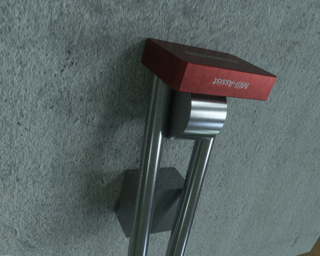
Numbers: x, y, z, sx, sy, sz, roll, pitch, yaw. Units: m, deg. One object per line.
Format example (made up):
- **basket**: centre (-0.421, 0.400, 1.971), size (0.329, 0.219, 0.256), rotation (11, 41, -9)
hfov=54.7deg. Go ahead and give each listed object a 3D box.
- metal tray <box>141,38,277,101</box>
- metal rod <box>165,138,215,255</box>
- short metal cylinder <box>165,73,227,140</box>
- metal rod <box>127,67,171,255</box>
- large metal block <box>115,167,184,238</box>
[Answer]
- **metal tray**: centre (0.055, -0.067, 0.356), size (0.131, 0.090, 0.030), rotation (2, 117, -30)
- **metal rod**: centre (0.047, 0.068, 0.418), size (0.025, 0.025, 0.298), rotation (9, 99, -33)
- **short metal cylinder**: centre (0.036, -0.025, 0.379), size (0.050, 0.080, 0.079), rotation (2, 118, -30)
- **metal rod**: centre (-0.015, 0.065, 0.383), size (0.025, 0.025, 0.298), rotation (2, 102, -30)
- **large metal block**: centre (-0.012, 0.106, 0.450), size (0.081, 0.050, 0.079), rotation (2, 118, -30)
